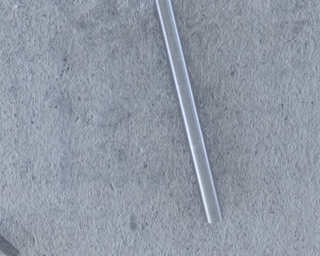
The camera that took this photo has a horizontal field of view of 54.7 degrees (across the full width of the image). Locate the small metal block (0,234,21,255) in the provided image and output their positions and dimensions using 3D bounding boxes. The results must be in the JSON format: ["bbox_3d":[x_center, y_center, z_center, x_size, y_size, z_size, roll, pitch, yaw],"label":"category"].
[{"bbox_3d":[-0.225,0.171,0.408,0.050,0.025,0.050,43,90,0],"label":"small metal block"}]

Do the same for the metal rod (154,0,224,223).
[{"bbox_3d":[0.038,-0.024,0.410,0.025,0.025,0.298,-13,90,0],"label":"metal rod"}]
